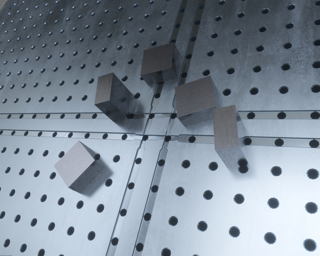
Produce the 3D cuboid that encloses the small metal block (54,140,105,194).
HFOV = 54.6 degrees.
[{"bbox_3d":[-0.114,0.054,0.436,0.050,0.025,0.050,-46,51,-4],"label":"small metal block"}]

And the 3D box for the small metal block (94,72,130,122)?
[{"bbox_3d":[-0.069,-0.045,0.457,0.025,0.050,0.050,-13,56,21],"label":"small metal block"}]

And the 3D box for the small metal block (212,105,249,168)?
[{"bbox_3d":[0.079,0.010,0.345,0.025,0.050,0.050,-12,57,22],"label":"small metal block"}]

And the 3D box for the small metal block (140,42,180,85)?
[{"bbox_3d":[0.001,-0.097,0.468,0.050,0.025,0.050,-9,58,23],"label":"small metal block"}]

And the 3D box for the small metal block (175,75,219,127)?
[{"bbox_3d":[0.049,-0.035,0.405,0.050,0.025,0.050,-16,55,19],"label":"small metal block"}]
